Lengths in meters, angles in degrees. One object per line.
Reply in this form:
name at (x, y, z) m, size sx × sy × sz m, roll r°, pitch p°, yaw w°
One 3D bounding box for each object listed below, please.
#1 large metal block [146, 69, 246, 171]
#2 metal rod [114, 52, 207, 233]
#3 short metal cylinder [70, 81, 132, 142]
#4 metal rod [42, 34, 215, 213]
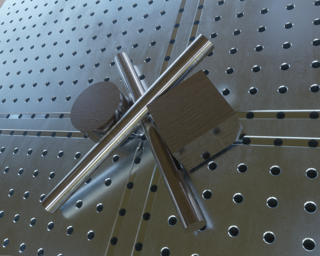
large metal block at (0.042, -0.009, 0.370) m, size 0.080 × 0.050 × 0.080 m, roll -33°, pitch 52°, yaw 6°
metal rod at (-0.013, -0.005, 0.412) m, size 0.025 × 0.025 × 0.300 m, roll -31°, pitch 52°, yaw 8°
short metal cylinder at (-0.078, -0.019, 0.440) m, size 0.080 × 0.050 × 0.080 m, roll -13°, pitch 56°, yaw 21°
metal rod at (-0.045, -0.001, 0.401) m, size 0.300 × 0.025 × 0.025 m, roll -46°, pitch 51°, yaw 7°
